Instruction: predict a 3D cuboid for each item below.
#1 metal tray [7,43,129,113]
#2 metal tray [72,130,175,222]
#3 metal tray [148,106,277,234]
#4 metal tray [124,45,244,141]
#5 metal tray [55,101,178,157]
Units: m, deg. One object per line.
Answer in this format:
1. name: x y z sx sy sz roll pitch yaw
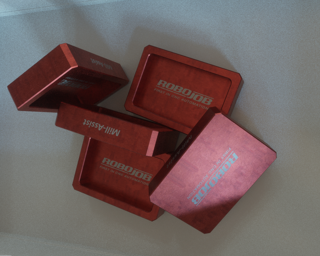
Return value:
1. metal tray: -0.107 -0.055 0.388 0.090 0.130 0.030 -31 80 18
2. metal tray: -0.048 0.059 0.420 0.130 0.030 0.089 17 96 18
3. metal tray: 0.059 0.052 0.364 0.090 0.030 0.130 34 103 -13
4. metal tray: 0.029 -0.043 0.395 0.130 0.030 0.089 22 97 18
5. metal tray: -0.051 -0.001 0.390 0.130 0.090 0.030 17 96 19
